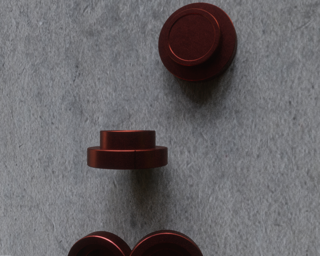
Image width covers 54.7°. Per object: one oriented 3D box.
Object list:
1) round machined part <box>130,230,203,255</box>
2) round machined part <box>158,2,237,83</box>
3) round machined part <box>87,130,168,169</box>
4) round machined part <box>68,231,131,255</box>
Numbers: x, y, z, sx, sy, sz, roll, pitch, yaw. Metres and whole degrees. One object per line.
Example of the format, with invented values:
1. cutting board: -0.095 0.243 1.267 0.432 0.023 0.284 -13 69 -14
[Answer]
1. round machined part: 0.008 0.177 0.385 0.099 0.042 0.097 0 82 0
2. round machined part: 0.044 -0.107 0.384 0.098 0.042 0.097 0 90 19
3. round machined part: -0.040 0.024 0.383 0.098 0.098 0.042 0 90 19
4. round machined part: -0.075 0.190 0.425 0.098 0.042 0.097 0 90 19
